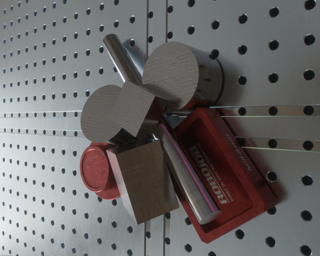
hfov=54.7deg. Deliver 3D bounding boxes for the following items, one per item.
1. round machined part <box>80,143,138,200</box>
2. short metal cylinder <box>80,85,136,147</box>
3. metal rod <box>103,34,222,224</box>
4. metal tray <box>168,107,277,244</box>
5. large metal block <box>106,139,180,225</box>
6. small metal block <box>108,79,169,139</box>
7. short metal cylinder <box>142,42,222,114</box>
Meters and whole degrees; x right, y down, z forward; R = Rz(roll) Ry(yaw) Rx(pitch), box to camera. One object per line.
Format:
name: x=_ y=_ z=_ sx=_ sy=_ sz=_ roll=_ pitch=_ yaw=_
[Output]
round machined part: x=-0.082 y=0.058 z=0.460 sx=0.098 sy=0.042 sz=0.097 roll=0 pitch=90 yaw=40
short metal cylinder: x=-0.061 y=-0.013 z=0.424 sx=0.080 sy=0.050 sz=0.080 roll=-10 pitch=69 yaw=28
metal rod: x=-0.012 y=-0.022 z=0.382 sx=0.025 sy=0.025 sz=0.299 roll=-50 pitch=51 yaw=28
metal tray: x=0.056 y=0.052 z=0.355 sx=0.090 sy=0.030 sz=0.130 roll=-44 pitch=64 yaw=31
large metal block: x=-0.024 y=0.059 z=0.374 sx=0.080 sy=0.050 sz=0.080 roll=179 pitch=74 yaw=-73
small metal block: x=-0.025 y=-0.021 z=0.356 sx=0.050 sy=0.025 sz=0.050 roll=33 pitch=102 yaw=35
short metal cylinder: x=0.026 y=-0.057 z=0.367 sx=0.080 sy=0.050 sz=0.079 roll=0 pitch=90 yaw=40
